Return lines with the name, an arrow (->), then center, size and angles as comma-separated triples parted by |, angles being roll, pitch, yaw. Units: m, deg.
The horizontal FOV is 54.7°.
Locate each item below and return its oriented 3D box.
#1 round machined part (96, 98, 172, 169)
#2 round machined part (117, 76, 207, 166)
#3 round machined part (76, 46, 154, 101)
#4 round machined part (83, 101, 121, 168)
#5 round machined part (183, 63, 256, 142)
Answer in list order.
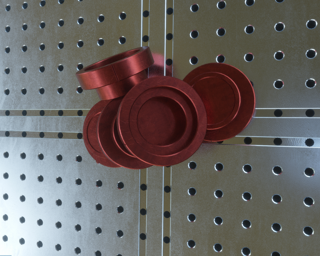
round machined part -> -0.028, 0.003, 0.387 | 0.099, 0.042, 0.097 | 1, 87, -17
round machined part -> 0.000, -0.007, 0.352 | 0.099, 0.042, 0.097 | 0, 89, -14
round machined part -> -0.053, -0.068, 0.397 | 0.098, 0.098, 0.042 | -13, 111, 19
round machined part -> -0.065, 0.006, 0.425 | 0.098, 0.042, 0.097 | 0, 90, 19
round machined part -> 0.066, -0.032, 0.380 | 0.098, 0.042, 0.097 | 0, 90, 19
